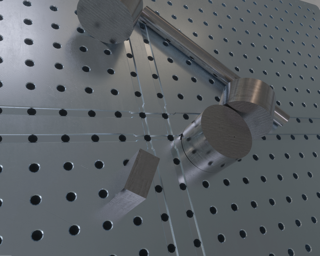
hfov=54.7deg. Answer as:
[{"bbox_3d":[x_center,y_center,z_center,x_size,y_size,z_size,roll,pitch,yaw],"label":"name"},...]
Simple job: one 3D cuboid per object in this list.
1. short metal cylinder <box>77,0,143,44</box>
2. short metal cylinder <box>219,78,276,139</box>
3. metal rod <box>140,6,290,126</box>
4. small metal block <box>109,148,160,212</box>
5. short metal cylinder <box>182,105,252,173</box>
[{"bbox_3d":[-0.069,-0.167,0.438,0.080,0.080,0.050,26,53,-13],"label":"short metal cylinder"},{"bbox_3d":[0.127,-0.027,0.458,0.080,0.080,0.050,30,52,-9],"label":"short metal cylinder"},{"bbox_3d":[0.093,-0.101,0.519,0.301,0.025,0.025,36,51,-4],"label":"metal rod"},{"bbox_3d":[-0.028,0.058,0.342,0.025,0.050,0.050,29,52,-11],"label":"small metal block"},{"bbox_3d":[0.077,0.015,0.425,0.081,0.050,0.080,14,56,-22],"label":"short metal cylinder"}]
